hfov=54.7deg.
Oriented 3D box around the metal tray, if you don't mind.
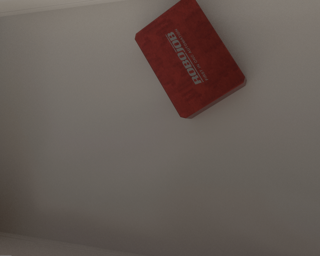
[{"bbox_3d":[0.037,-0.088,0.394,0.090,0.030,0.130,-32,80,16],"label":"metal tray"}]
